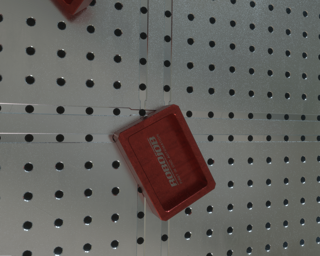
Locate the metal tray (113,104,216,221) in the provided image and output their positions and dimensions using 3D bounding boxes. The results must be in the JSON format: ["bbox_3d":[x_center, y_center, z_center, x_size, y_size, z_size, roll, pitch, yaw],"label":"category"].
[{"bbox_3d":[0.008,0.044,0.414,0.091,0.030,0.129,-29,100,-18],"label":"metal tray"}]

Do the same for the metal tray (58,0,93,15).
[{"bbox_3d":[-0.115,-0.202,0.333,0.130,0.090,0.030,49,52,-14],"label":"metal tray"}]
